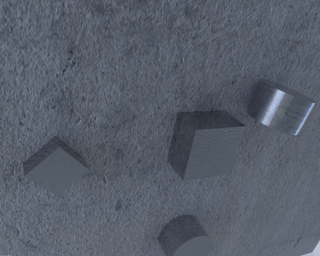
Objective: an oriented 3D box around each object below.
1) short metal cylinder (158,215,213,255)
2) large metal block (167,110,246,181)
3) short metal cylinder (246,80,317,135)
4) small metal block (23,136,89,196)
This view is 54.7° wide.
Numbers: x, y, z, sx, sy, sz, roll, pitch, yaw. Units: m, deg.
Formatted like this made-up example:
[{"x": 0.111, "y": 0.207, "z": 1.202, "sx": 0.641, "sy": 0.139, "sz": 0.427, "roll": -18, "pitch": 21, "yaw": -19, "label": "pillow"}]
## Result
[{"x": 0.044, "y": 0.199, "z": 0.537, "sx": 0.081, "sy": 0.050, "sz": 0.079, "roll": -14, "pitch": 124, "yaw": -21, "label": "short metal cylinder"}, {"x": 0.064, "y": 0.023, "z": 0.440, "sx": 0.081, "sy": 0.050, "sz": 0.079, "roll": -4, "pitch": 120, "yaw": -27, "label": "large metal block"}, {"x": 0.173, "y": -0.031, "z": 0.446, "sx": 0.081, "sy": 0.080, "sz": 0.050, "roll": 8, "pitch": 115, "yaw": -32, "label": "short metal cylinder"}, {"x": -0.123, "y": 0.046, "z": 0.368, "sx": 0.050, "sy": 0.025, "sz": 0.050, "roll": -41, "pitch": 130, "yaw": -1, "label": "small metal block"}]
